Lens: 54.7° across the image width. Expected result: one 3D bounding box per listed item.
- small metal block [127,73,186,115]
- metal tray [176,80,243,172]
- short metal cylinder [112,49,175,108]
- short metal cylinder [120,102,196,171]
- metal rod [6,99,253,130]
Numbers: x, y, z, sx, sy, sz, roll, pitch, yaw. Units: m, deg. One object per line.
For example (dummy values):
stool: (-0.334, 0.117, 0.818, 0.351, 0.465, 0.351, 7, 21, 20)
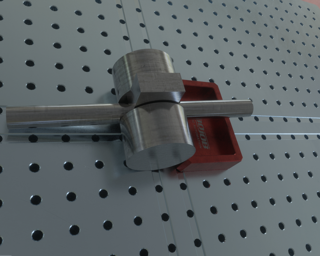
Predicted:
small metal block: (-0.006, -0.037, 0.351, 0.050, 0.050, 0.025, -4, 63, -21)
metal tray: (0.055, -0.006, 0.438, 0.091, 0.030, 0.130, 1, 61, -28)
short metal cylinder: (-0.017, -0.055, 0.395, 0.081, 0.080, 0.050, 1, 62, -28)
short metal cylinder: (-0.003, 0.012, 0.363, 0.081, 0.080, 0.050, 1, 61, -28)
metal rod: (-0.019, -0.019, 0.379, 0.303, 0.025, 0.025, -3, 63, -20)
